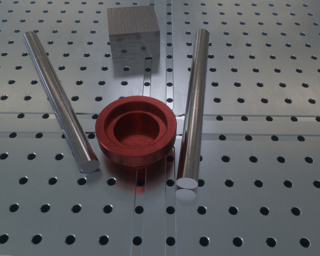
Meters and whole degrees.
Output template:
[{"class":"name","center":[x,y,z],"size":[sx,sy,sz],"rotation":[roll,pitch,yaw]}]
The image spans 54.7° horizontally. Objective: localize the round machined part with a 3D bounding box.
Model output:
[{"class":"round machined part","center":[-0.029,0.008,0.390],"size":[0.099,0.042,0.098],"rotation":[0,50,0]}]

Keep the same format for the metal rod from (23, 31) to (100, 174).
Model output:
[{"class":"metal rod","center":[-0.154,-0.055,0.452],"size":[0.025,0.025,0.300],"rotation":[-22,54,-18]}]

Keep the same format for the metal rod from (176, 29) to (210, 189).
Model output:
[{"class":"metal rod","center":[0.053,-0.050,0.449],"size":[0.025,0.025,0.300],"rotation":[7,50,5]}]

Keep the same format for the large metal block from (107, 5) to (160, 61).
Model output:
[{"class":"large metal block","center":[-0.045,-0.163,0.528],"size":[0.081,0.050,0.080],"rotation":[-6,50,-6]}]
